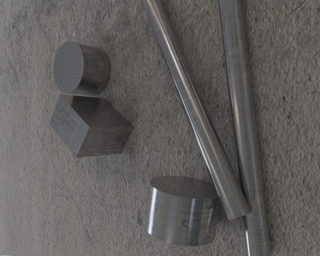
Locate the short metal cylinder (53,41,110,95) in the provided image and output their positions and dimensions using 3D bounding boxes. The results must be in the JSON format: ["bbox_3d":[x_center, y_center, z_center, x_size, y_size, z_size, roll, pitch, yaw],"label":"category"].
[{"bbox_3d":[-0.125,-0.093,0.492,0.080,0.050,0.080,0,90,40],"label":"short metal cylinder"}]

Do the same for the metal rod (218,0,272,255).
[{"bbox_3d":[0.088,-0.016,0.331,0.025,0.025,0.298,-9,84,39],"label":"metal rod"}]

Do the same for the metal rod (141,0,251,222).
[{"bbox_3d":[0.033,-0.043,0.361,0.025,0.025,0.299,-35,64,34],"label":"metal rod"}]

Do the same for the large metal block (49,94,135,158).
[{"bbox_3d":[-0.099,-0.004,0.451,0.080,0.081,0.050,42,116,31],"label":"large metal block"}]

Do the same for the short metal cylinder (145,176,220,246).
[{"bbox_3d":[0.026,0.089,0.348,0.080,0.081,0.050,12,98,39],"label":"short metal cylinder"}]
